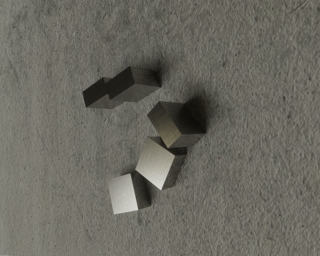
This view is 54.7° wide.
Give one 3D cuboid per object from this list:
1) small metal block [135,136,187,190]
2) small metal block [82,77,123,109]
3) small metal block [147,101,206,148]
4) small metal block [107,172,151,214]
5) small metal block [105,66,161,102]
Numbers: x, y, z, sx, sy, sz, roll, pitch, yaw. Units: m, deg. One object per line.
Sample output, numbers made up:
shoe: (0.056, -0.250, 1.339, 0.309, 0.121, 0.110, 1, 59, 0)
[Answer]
small metal block: (0.001, 0.045, 0.405, 0.050, 0.025, 0.050, 33, 110, 35)
small metal block: (-0.075, -0.049, 0.451, 0.050, 0.050, 0.025, -25, 74, 37)
small metal block: (0.020, -0.004, 0.372, 0.025, 0.050, 0.050, -48, 62, 30)
small metal block: (-0.045, 0.093, 0.442, 0.050, 0.025, 0.050, -22, 76, 38)
small metal block: (-0.036, -0.057, 0.418, 0.050, 0.050, 0.025, -27, 73, 37)
